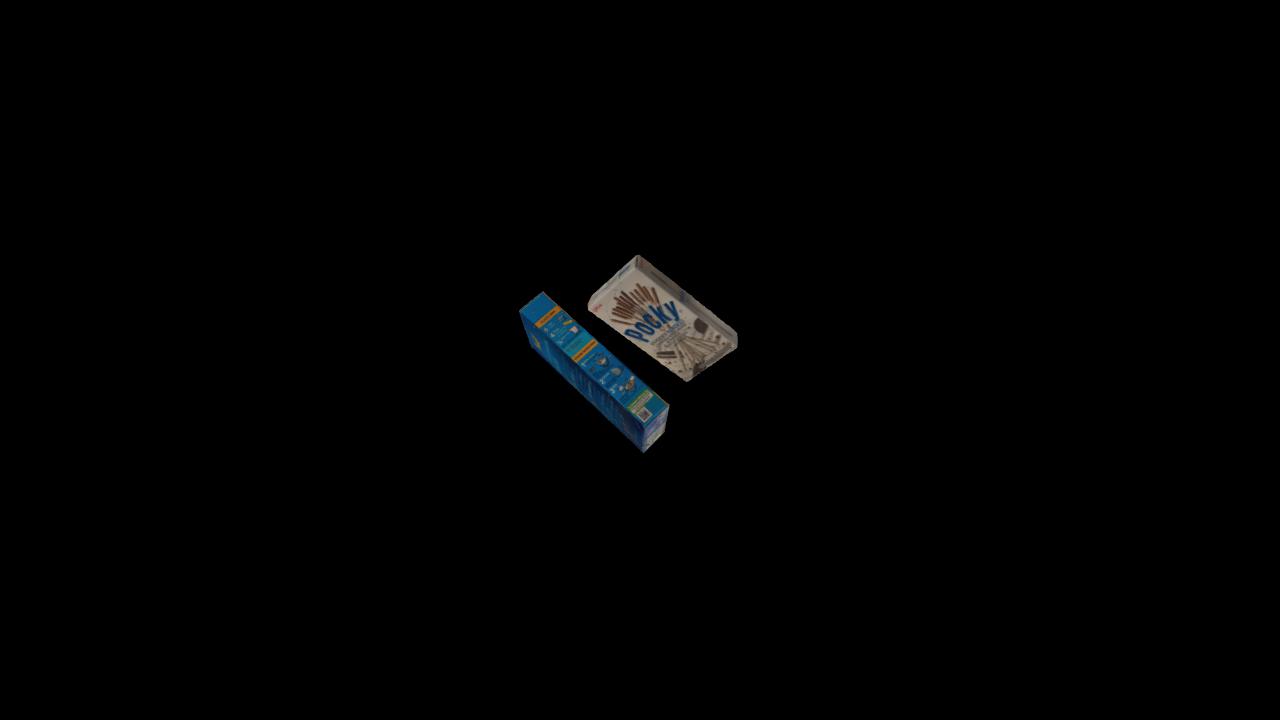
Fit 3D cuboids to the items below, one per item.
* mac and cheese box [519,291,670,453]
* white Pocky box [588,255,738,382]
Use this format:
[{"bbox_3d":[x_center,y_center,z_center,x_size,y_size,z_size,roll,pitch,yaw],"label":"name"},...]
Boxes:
[{"bbox_3d":[-0.049,0.014,0.656,0.184,0.041,0.093,42,-17,16],"label":"mac and cheese box"},{"bbox_3d":[0.027,-0.042,0.683,0.154,0.028,0.084,35,-52,-23],"label":"white Pocky box"}]
